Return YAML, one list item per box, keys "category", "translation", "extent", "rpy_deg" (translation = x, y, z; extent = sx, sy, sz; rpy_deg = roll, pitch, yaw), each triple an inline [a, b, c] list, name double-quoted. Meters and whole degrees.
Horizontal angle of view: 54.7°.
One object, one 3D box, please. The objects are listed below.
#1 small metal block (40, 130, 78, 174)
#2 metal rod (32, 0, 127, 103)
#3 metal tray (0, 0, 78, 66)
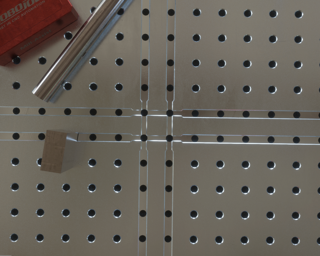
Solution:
- category: "small metal block"
  translation: [-0.129, 0.029, 0.400]
  extent: [0.025, 0.050, 0.050]
  rpy_deg: [9, 90, 0]
- category: "metal rod"
  translation: [-0.068, -0.160, 0.412]
  extent: [0.025, 0.025, 0.300]
  rpy_deg: [38, 90, 0]
- category: "metal tray"
  translation: [-0.188, -0.154, 0.409]
  extent: [0.130, 0.030, 0.090]
  rpy_deg: [-32, 90, 0]
